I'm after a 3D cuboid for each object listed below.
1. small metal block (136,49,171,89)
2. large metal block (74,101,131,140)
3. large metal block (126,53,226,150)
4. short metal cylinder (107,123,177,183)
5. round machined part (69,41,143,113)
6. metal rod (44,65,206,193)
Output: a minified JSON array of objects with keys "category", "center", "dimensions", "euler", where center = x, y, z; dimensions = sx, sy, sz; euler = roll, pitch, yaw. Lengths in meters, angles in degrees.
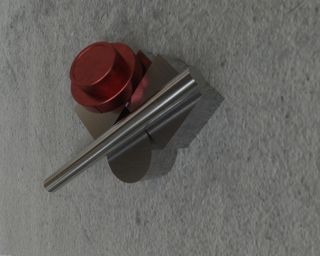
[{"category":"small metal block","center":[-0.018,-0.069,0.418],"dimensions":[0.050,0.025,0.050],"euler":[50,119,28]},{"category":"large metal block","center":[-0.068,-0.030,0.443],"dimensions":[0.080,0.050,0.080],"euler":[50,119,28]},{"category":"large metal block","center":[0.017,-0.031,0.375],"dimensions":[0.080,0.050,0.080],"euler":[49,119,28]},{"category":"short metal cylinder","center":[-0.025,0.029,0.408],"dimensions":[0.080,0.050,0.079],"euler":[0,90,39]},{"category":"round machined part","center":[-0.075,-0.071,0.398],"dimensions":[0.098,0.042,0.098],"euler":[-12,60,21]},{"category":"metal rod","center":[-0.065,0.018,0.392],"dimensions":[0.299,0.025,0.025],"euler":[-34,69,34]}]
